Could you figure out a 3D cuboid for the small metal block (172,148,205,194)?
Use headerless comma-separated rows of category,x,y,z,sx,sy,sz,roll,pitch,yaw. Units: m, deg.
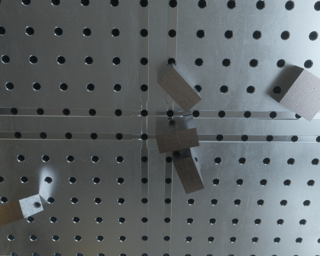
small metal block,0.037,0.052,0.420,0.025,0.050,0.050,-20,109,7

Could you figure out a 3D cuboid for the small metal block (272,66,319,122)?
small metal block,0.184,-0.044,0.398,0.050,0.025,0.050,29,108,-10

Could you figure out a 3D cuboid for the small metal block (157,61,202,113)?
small metal block,0.023,-0.052,0.381,0.025,0.050,0.050,-41,105,14

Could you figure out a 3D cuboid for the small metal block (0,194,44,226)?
small metal block,-0.204,0.117,0.438,0.050,0.050,0.025,-19,85,7

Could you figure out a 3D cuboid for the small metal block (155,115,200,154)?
small metal block,0.022,0.007,0.403,0.050,0.050,0.025,-11,110,4
